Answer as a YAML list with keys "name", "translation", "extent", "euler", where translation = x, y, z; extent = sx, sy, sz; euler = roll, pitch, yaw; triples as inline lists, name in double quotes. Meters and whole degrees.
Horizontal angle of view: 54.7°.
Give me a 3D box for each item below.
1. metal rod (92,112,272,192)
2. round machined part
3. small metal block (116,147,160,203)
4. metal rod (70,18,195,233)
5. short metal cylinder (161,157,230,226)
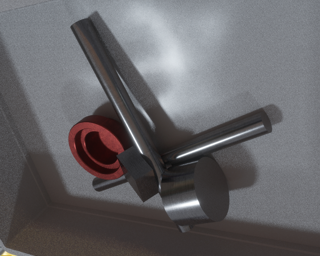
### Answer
- name: "metal rod"
  translation: [0.007, 0.044, 0.429]
  extent: [0.299, 0.025, 0.025]
  euler: [-25, 105, 36]
- name: "round machined part"
  translation: [-0.080, 0.024, 0.451]
  extent: [0.098, 0.042, 0.097]
  euler: [13, 124, 20]
- name: "small metal block"
  translation: [-0.029, 0.060, 0.405]
  extent: [0.050, 0.025, 0.050]
  euler: [44, 157, 41]
- name: "metal rod"
  translation: [-0.030, 0.003, 0.400]
  extent: [0.025, 0.025, 0.299]
  euler: [-21, 101, 35]
- name: "short metal cylinder"
  translation: [0.046, 0.082, 0.396]
  extent: [0.050, 0.080, 0.080]
  euler: [-21, 107, 36]
